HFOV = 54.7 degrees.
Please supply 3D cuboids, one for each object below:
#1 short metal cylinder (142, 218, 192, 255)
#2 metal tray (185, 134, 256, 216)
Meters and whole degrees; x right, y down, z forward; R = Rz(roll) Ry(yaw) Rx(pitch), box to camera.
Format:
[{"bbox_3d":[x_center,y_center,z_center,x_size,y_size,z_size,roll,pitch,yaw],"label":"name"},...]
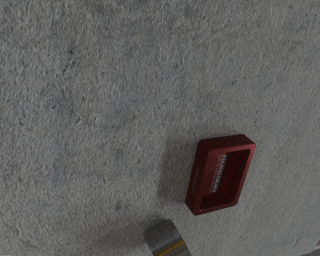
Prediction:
[{"bbox_3d":[0.012,0.195,0.499,0.050,0.080,0.080,-27,128,-12],"label":"short metal cylinder"},{"bbox_3d":[0.096,0.077,0.503,0.091,0.030,0.129,-6,121,-26],"label":"metal tray"}]
